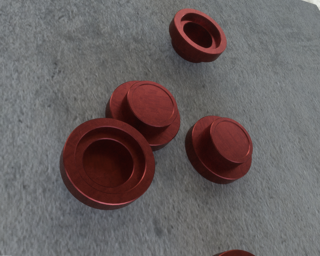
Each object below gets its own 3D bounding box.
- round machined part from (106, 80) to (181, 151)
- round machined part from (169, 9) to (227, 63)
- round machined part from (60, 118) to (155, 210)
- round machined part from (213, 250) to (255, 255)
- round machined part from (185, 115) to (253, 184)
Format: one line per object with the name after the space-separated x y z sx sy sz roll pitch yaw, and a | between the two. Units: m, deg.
-0.017 -0.022 0.399 0.099 0.042 0.098 14 56 -21 | round machined part
0.059 -0.148 0.517 0.099 0.042 0.098 14 56 -21 | round machined part
-0.058 0.041 0.337 0.099 0.042 0.098 14 56 -21 | round machined part
0.077 0.183 0.325 0.099 0.042 0.098 14 56 -21 | round machined part
0.088 0.024 0.427 0.099 0.042 0.098 14 56 -21 | round machined part
